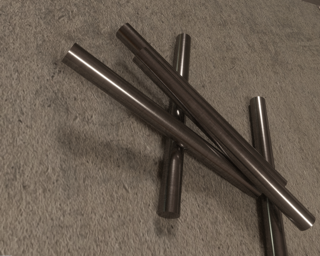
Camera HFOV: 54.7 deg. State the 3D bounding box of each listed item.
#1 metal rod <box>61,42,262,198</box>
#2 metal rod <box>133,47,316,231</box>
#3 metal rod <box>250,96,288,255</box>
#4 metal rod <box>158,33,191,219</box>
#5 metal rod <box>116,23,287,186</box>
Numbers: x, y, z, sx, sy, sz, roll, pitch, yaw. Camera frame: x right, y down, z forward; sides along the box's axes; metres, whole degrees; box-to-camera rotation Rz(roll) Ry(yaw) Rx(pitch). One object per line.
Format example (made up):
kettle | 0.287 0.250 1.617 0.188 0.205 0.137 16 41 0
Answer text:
metal rod | 0.019 0.003 0.375 0.301 0.025 0.025 36 50 -20
metal rod | 0.079 0.012 0.392 0.300 0.025 0.025 46 51 2
metal rod | 0.154 0.079 0.440 0.025 0.025 0.300 18 55 -19
metal rod | 0.025 -0.025 0.433 0.025 0.025 0.300 19 54 -18
metal rod | 0.054 -0.028 0.418 0.300 0.025 0.025 45 51 2
